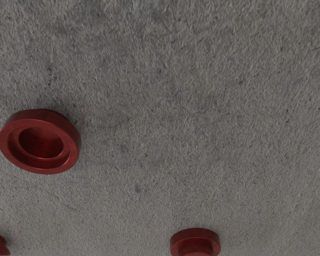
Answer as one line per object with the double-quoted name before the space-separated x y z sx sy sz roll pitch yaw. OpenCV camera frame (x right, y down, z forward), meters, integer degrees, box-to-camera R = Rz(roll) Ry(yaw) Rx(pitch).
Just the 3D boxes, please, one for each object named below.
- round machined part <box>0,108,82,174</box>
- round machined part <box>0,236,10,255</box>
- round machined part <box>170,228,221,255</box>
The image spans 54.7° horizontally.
"round machined part" -0.153 0.013 0.406 0.099 0.042 0.097 0 130 0
"round machined part" -0.337 0.233 0.592 0.099 0.042 0.097 0 130 0
"round machined part" 0.069 0.239 0.600 0.099 0.042 0.097 0 130 0
